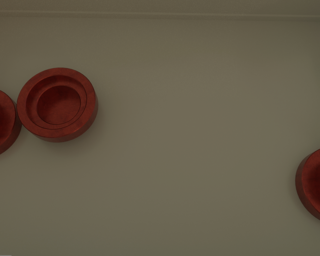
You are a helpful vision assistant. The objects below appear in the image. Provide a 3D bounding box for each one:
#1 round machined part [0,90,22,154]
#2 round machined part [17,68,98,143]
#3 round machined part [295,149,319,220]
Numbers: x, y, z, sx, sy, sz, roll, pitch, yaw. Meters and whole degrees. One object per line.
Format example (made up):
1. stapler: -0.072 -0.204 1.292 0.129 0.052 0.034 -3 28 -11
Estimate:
1. round machined part: -0.237 -0.010 0.402 0.099 0.042 0.098 0 70 -1
2. round machined part: -0.131 -0.027 0.409 0.099 0.042 0.098 0 70 -1
3. round machined part: 0.223 0.068 0.379 0.099 0.042 0.098 0 70 -1
